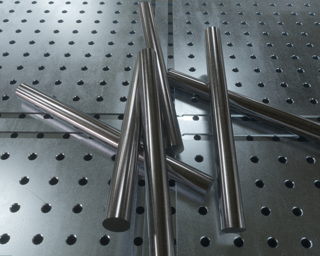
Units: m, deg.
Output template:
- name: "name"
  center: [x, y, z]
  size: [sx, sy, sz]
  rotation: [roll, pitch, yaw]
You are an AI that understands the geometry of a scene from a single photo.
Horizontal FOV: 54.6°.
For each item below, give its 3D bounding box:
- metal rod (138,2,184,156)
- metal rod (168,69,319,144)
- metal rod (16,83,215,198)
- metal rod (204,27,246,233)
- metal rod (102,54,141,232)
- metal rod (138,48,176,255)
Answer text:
- name: "metal rod"
  center: [-0.004, -0.093, 0.465]
  size: [0.025, 0.025, 0.300]
  rotation: [-6, 55, -5]
- name: "metal rod"
  center: [0.144, -0.021, 0.425]
  size: [0.300, 0.025, 0.025]
  rotation: [24, 54, 19]
- name: "metal rod"
  center: [-0.072, 0.007, 0.401]
  size: [0.300, 0.025, 0.025]
  rotation: [25, 55, 20]
- name: "metal rod"
  center: [0.078, -0.021, 0.400]
  size: [0.025, 0.025, 0.300]
  rotation: [1, 58, 1]
- name: "metal rod"
  center: [-0.033, -0.012, 0.389]
  size: [0.025, 0.025, 0.300]
  rotation: [2, 41, 1]
- name: "metal rod"
  center: [-0.006, 0.029, 0.351]
  size: [0.025, 0.025, 0.299]
  rotation: [-3, 60, -3]
